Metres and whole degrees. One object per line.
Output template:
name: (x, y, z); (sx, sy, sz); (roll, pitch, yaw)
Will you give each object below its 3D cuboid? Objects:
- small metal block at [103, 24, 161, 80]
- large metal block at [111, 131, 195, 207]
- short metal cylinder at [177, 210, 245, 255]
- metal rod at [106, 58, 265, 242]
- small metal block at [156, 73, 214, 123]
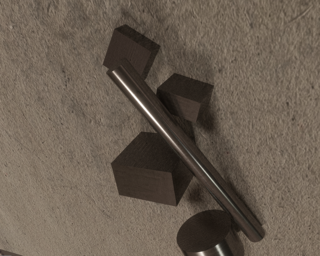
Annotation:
small metal block: (-0.035, -0.087, 0.370); (0.050, 0.025, 0.050); (33, 129, 6)
large metal block: (-0.003, 0.049, 0.402); (0.080, 0.080, 0.050); (5, 121, 25)
short metal cylinder: (0.070, 0.161, 0.433); (0.080, 0.080, 0.050); (-15, 111, 34)
metal rod: (0.045, 0.043, 0.366); (0.025, 0.025, 0.300); (-21, 121, 36)
small metal block: (0.028, -0.036, 0.353); (0.050, 0.050, 0.025); (21, 126, 15)
